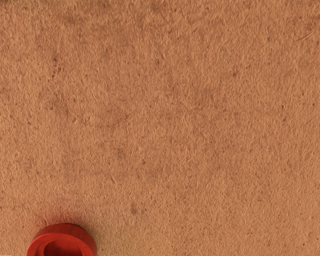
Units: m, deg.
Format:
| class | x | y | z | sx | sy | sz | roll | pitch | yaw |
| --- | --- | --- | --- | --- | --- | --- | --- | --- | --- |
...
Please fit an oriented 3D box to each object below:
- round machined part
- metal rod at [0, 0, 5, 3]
| class | x | y | z | sx | sy | sz | roll | pitch | yaw |
| --- | --- | --- | --- | --- | --- | --- | --- | --- | --- |
| round machined part | -0.143 | 0.184 | 0.467 | 0.099 | 0.042 | 0.097 | 0 | 110 | -1 |
| metal rod | -0.058 | -0.212 | 0.330 | 0.301 | 0.025 | 0.025 | -24 | 109 | 8 |
